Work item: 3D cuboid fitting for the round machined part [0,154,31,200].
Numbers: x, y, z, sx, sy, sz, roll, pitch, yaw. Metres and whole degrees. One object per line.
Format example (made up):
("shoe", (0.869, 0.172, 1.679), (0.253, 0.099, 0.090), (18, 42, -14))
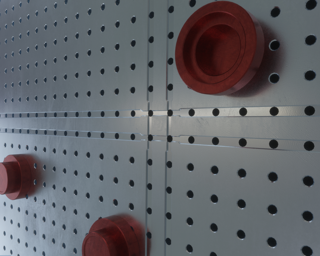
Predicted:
("round machined part", (-0.322, 0.106, 0.667), (0.098, 0.042, 0.097), (0, 90, 40))

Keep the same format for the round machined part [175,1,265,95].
("round machined part", (0.068, -0.084, 0.343), (0.098, 0.042, 0.097), (0, 90, 40))

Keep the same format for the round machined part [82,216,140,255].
("round machined part", (-0.080, 0.186, 0.466), (0.098, 0.042, 0.097), (0, 90, 40))
